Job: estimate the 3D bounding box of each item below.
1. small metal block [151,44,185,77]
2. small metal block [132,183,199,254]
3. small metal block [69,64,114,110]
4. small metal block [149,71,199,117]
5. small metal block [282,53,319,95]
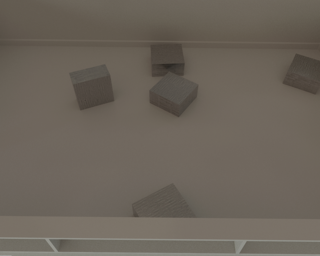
[{"bbox_3d":[0.011,-0.109,0.497,0.050,0.025,0.050,-2,50,-3],"label":"small metal block"},{"bbox_3d":[0.005,0.094,0.326,0.050,0.025,0.050,-24,54,-19],"label":"small metal block"},{"bbox_3d":[-0.095,-0.057,0.435,0.050,0.050,0.025,-17,53,-14],"label":"small metal block"},{"bbox_3d":[0.020,-0.050,0.447,0.050,0.025,0.050,28,55,21],"label":"small metal block"},{"bbox_3d":[0.225,-0.084,0.479,0.050,0.025,0.050,24,54,18],"label":"small metal block"}]
